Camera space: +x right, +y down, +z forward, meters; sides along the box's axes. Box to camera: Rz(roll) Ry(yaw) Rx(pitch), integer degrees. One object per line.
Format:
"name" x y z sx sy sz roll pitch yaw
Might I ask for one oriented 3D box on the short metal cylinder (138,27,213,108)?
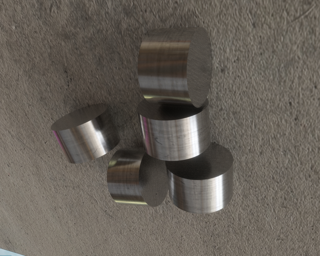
"short metal cylinder" 0.019 -0.063 0.323 0.050 0.080 0.079 6 121 25

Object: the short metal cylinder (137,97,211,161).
"short metal cylinder" 0.017 -0.005 0.359 0.080 0.080 0.050 7 121 25

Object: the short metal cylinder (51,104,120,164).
"short metal cylinder" -0.102 0.006 0.429 0.080 0.080 0.050 -5 116 30

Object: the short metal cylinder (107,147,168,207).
"short metal cylinder" -0.027 0.066 0.427 0.050 0.080 0.080 -4 116 30

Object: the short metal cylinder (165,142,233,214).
"short metal cylinder" 0.049 0.058 0.382 0.080 0.080 0.050 8 122 24
